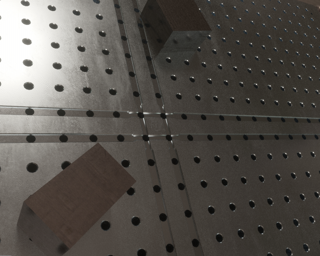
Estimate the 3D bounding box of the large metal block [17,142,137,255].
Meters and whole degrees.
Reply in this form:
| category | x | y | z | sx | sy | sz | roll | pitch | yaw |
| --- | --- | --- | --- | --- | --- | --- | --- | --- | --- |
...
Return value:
| category | x | y | z | sx | sy | sz | roll | pitch | yaw |
| --- | --- | --- | --- | --- | --- | --- | --- | --- | --- |
| large metal block | -0.079 | 0.070 | 0.288 | 0.050 | 0.080 | 0.080 | 45 | 51 | 3 |

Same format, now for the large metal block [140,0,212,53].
| category | x | y | z | sx | sy | sz | roll | pitch | yaw |
| --- | --- | --- | --- | --- | --- | --- | --- | --- | --- |
| large metal block | 0.025 | -0.174 | 0.514 | 0.081 | 0.050 | 0.080 | -13 | 69 | -34 |
